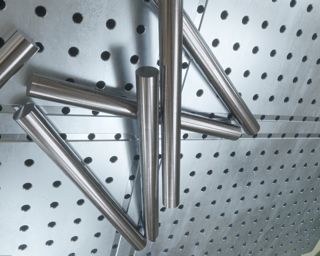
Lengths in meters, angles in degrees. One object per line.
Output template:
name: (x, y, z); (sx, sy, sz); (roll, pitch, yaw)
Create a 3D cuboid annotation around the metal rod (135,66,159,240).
metal rod: (-0.014, 0.057, 0.416); (0.025, 0.025, 0.298); (-16, 132, -19)

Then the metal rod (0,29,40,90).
metal rod: (-0.229, 0.022, 0.299); (0.300, 0.025, 0.025); (-45, 129, 3)

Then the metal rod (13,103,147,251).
metal rod: (-0.087, 0.086, 0.416); (0.025, 0.025, 0.299); (-33, 129, -7)

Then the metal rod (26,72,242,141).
metal rod: (-0.008, -0.018, 0.394); (0.302, 0.025, 0.025); (12, 112, -33)

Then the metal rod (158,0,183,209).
metal rod: (0.013, -0.018, 0.372); (0.025, 0.025, 0.298); (-15, 125, -20)

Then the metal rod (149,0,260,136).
metal rod: (0.063, -0.079, 0.395); (0.025, 0.025, 0.300); (-44, 129, 2)
